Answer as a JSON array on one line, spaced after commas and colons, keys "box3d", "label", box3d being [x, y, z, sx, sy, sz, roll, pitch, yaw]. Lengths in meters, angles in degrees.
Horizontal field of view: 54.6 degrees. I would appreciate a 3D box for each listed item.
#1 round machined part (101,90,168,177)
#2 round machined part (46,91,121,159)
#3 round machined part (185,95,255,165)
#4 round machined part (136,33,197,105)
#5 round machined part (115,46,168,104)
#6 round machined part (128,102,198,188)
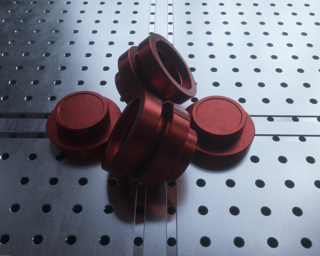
[{"box3d": [-0.023, 0.010, 0.346, 0.042, 0.098, 0.098, 28, 48, -18], "label": "round machined part"}, {"box3d": [-0.099, -0.011, 0.405, 0.099, 0.042, 0.098, 0, 50, 0], "label": "round machined part"}, {"box3d": [0.074, -0.004, 0.401, 0.099, 0.042, 0.098, 0, 50, 0], "label": "round machined part"}, {"box3d": [0.003, -0.073, 0.413, 0.042, 0.098, 0.098, -32, 45, 26], "label": "round machined part"}, {"box3d": [-0.023, -0.059, 0.425, 0.042, 0.098, 0.098, -32, 45, 26], "label": "round machined part"}, {"box3d": [0.006, 0.023, 0.353, 0.042, 0.098, 0.098, 29, 48, -18], "label": "round machined part"}]
